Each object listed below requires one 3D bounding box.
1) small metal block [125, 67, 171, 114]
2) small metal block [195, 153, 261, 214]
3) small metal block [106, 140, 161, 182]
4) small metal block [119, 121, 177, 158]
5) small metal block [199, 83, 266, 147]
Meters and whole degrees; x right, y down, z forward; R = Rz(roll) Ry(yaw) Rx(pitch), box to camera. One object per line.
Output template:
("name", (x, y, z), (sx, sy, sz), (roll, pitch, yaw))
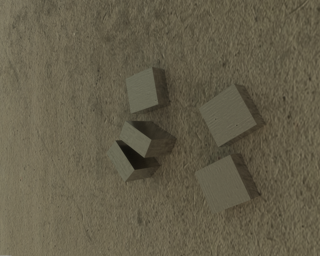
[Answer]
("small metal block", (-0.017, -0.049, 0.419), (0.050, 0.025, 0.050), (-16, 80, 39))
("small metal block", (0.074, 0.062, 0.344), (0.050, 0.025, 0.050), (-34, 69, 35))
("small metal block", (-0.036, 0.043, 0.418), (0.025, 0.050, 0.050), (-52, 60, 27))
("small metal block", (-0.015, 0.013, 0.401), (0.050, 0.050, 0.025), (34, 111, 35))
("small metal block", (0.078, -0.013, 0.340), (0.050, 0.025, 0.050), (-37, 68, 34))
